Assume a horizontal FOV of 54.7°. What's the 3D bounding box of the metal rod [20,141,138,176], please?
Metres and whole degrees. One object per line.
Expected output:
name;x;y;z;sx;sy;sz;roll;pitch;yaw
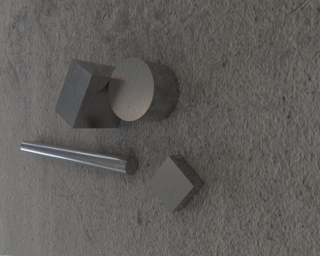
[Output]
metal rod;-0.155;0.046;0.533;0.300;0.025;0.025;4;93;39

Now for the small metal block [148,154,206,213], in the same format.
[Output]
small metal block;0.020;0.069;0.389;0.050;0.025;0.050;49;119;28

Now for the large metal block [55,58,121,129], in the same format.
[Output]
large metal block;-0.091;-0.046;0.445;0.050;0.081;0.079;39;114;33

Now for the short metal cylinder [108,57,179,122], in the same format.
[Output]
short metal cylinder;-0.022;-0.048;0.407;0.080;0.050;0.080;0;90;40
